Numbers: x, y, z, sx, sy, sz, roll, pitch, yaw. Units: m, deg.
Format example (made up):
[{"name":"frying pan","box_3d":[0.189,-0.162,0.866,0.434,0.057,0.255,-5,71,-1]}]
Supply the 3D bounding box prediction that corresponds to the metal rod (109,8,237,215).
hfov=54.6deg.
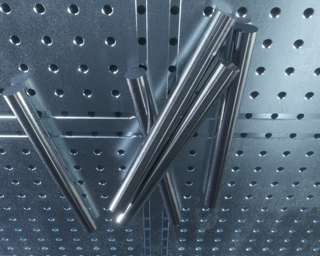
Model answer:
[{"name":"metal rod","box_3d":[0.003,0.000,0.382,0.025,0.025,0.298,20,118,-17]}]

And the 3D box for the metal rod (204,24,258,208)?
[{"name":"metal rod","box_3d":[0.087,0.010,0.420,0.025,0.025,0.298,1,130,-1]}]

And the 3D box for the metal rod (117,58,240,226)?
[{"name":"metal rod","box_3d":[0.008,0.039,0.411,0.025,0.025,0.298,20,125,-17]}]

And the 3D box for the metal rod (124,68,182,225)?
[{"name":"metal rod","box_3d":[-0.001,0.049,0.452,0.025,0.025,0.299,-8,130,7]}]

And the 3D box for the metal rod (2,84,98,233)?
[{"name":"metal rod","box_3d":[-0.151,0.066,0.466,0.025,0.025,0.299,-8,130,6]}]
